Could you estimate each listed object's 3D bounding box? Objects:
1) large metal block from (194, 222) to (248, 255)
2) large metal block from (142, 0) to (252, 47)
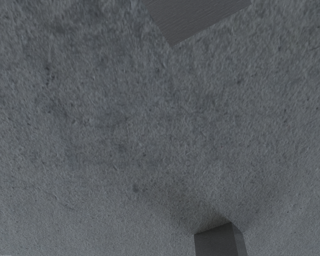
[{"bbox_3d":[0.113,0.232,0.571,0.080,0.080,0.050,-27,125,21],"label":"large metal block"},{"bbox_3d":[0.024,-0.134,0.277,0.080,0.050,0.080,-24,126,19],"label":"large metal block"}]
